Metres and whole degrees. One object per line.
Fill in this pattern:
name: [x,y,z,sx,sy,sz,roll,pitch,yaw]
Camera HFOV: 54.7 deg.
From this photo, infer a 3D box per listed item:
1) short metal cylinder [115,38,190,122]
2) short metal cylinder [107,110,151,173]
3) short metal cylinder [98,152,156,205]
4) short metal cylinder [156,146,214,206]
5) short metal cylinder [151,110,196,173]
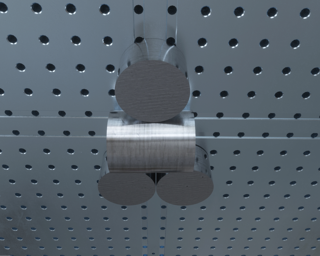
short metal cylinder: [-0.008,-0.053,0.350,0.081,0.050,0.079,0,130,0]
short metal cylinder: [-0.036,0.017,0.390,0.050,0.080,0.079,0,130,-1]
short metal cylinder: [-0.046,0.068,0.452,0.081,0.050,0.079,0,130,0]
short metal cylinder: [0.035,0.069,0.453,0.081,0.050,0.079,0,130,0]
short metal cylinder: [0.015,0.017,0.391,0.050,0.080,0.079,0,130,-1]
